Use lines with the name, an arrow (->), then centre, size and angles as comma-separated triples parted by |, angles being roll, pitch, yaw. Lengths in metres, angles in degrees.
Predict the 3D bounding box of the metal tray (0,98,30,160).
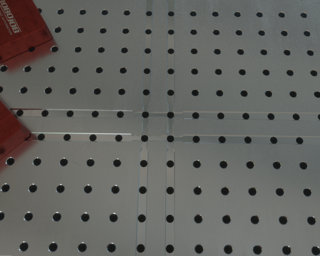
metal tray -> -0.251, -0.011, 0.412 | 0.090, 0.030, 0.130 | -43, 76, -14

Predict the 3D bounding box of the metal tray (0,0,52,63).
metal tray -> -0.234, -0.173, 0.471 | 0.090, 0.030, 0.130 | -29, 73, -10
